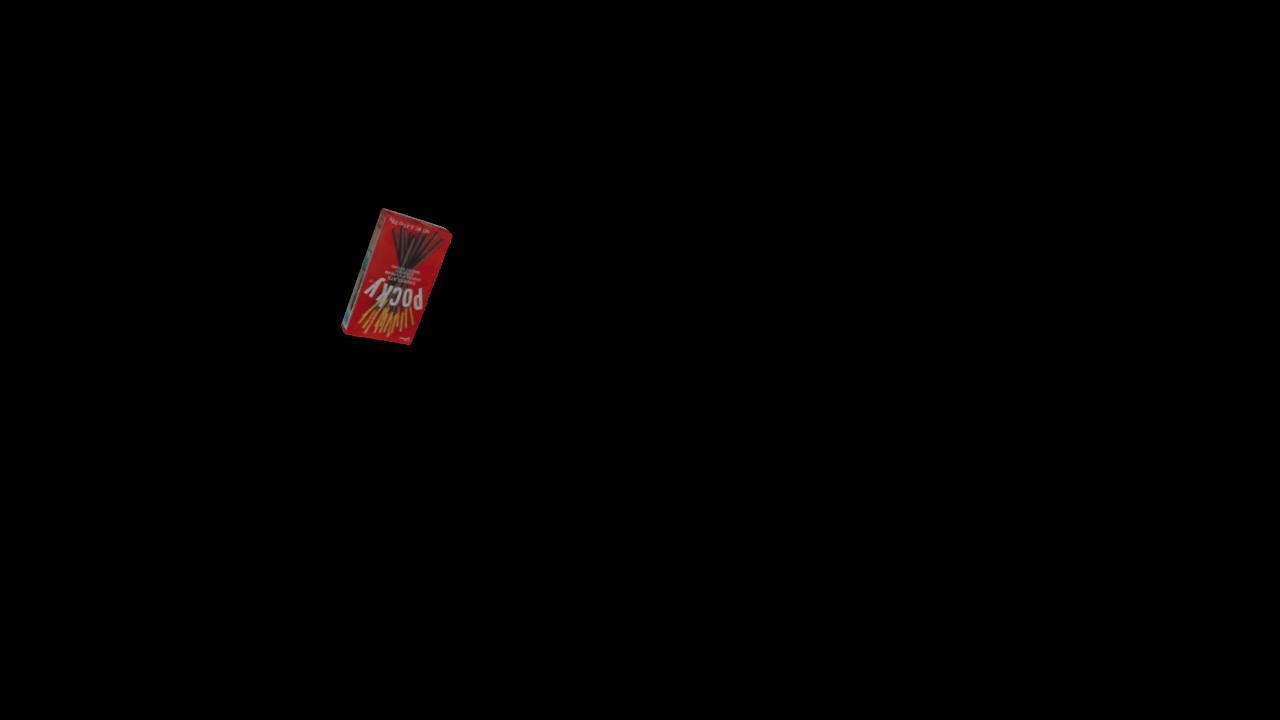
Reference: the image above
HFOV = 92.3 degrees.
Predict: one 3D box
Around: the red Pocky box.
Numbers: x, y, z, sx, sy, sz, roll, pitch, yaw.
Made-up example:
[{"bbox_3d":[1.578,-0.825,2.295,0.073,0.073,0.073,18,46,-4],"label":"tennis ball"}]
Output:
[{"bbox_3d":[-0.288,-0.094,0.730,0.083,0.155,0.028,10,22,-46],"label":"red Pocky box"}]
